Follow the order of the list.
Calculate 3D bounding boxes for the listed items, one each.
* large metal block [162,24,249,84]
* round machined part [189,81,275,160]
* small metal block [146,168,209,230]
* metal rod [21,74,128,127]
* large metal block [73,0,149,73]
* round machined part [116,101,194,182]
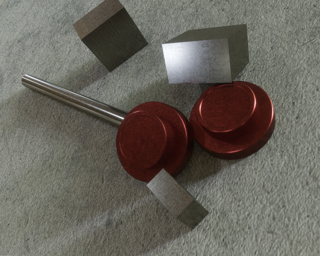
[{"bbox_3d":[0.060,-0.094,0.390,0.080,0.050,0.080,4,29,30],"label":"large metal block"},{"bbox_3d":[0.080,-0.016,0.361,0.098,0.042,0.098,-13,56,21],"label":"round machined part"},{"bbox_3d":[0.020,0.076,0.331,0.025,0.050,0.050,-46,51,-3],"label":"small metal block"},{"bbox_3d":[-0.139,-0.046,0.504,0.300,0.025,0.025,21,73,36],"label":"metal rod"},{"bbox_3d":[-0.079,-0.152,0.503,0.080,0.080,0.050,-36,51,4],"label":"large metal block"},{"bbox_3d":[-0.013,0.016,0.370,0.098,0.042,0.097,-4,81,28],"label":"round machined part"}]
